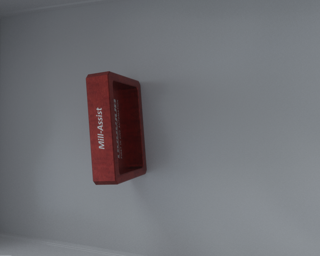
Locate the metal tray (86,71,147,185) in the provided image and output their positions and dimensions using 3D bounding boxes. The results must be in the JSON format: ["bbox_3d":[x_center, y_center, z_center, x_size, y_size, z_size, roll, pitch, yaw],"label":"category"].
[{"bbox_3d":[-0.052,0.000,0.394,0.030,0.090,0.129,-5,88,20],"label":"metal tray"}]
